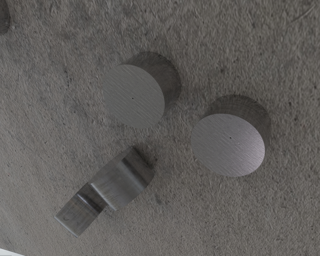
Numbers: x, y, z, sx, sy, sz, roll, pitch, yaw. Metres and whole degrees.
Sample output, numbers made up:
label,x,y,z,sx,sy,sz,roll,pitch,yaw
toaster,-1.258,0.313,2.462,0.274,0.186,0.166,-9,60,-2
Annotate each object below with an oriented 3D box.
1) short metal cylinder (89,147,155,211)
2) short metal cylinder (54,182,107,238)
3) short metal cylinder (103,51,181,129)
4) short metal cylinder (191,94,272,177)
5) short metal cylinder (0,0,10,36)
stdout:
label,x,y,z,sx,sy,sz,roll,pitch,yaw
short metal cylinder,-0.055,0.072,0.444,0.080,0.080,0.050,-33,100,38
short metal cylinder,-0.132,0.138,0.526,0.050,0.080,0.080,43,129,-1
short metal cylinder,-0.021,-0.046,0.373,0.080,0.050,0.079,13,124,21
short metal cylinder,0.082,0.008,0.353,0.080,0.050,0.079,13,124,21
short metal cylinder,-0.258,-0.161,0.427,0.080,0.050,0.079,13,124,21
